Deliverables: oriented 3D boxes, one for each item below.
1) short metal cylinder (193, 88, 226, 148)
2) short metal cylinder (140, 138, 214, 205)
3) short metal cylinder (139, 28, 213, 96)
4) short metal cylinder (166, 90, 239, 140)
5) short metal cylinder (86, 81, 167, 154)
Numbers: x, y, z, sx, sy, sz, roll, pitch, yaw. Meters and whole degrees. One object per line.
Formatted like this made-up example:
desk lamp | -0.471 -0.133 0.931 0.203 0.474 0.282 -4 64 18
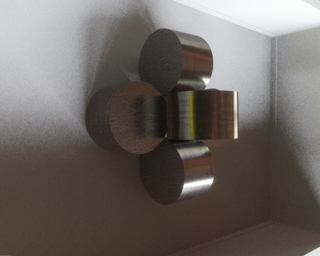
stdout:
short metal cylinder | 0.057 -0.013 0.435 0.081 0.050 0.080 0 90 -40
short metal cylinder | 0.020 0.051 0.385 0.050 0.080 0.079 -3 92 -41
short metal cylinder | 0.018 -0.078 0.383 0.050 0.080 0.079 -3 92 -41
short metal cylinder | 0.048 -0.014 0.351 0.081 0.080 0.050 -2 91 -40
short metal cylinder | -0.037 -0.012 0.357 0.081 0.050 0.080 0 90 -40
